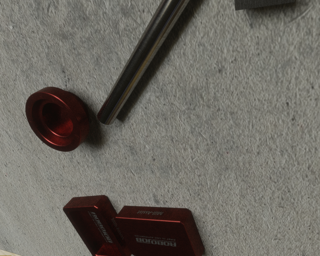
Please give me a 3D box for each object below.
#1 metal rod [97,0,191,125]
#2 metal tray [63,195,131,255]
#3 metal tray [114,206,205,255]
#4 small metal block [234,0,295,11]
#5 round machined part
[{"bbox_3d":[-0.004,-0.105,0.342,0.025,0.025,0.298,39,129,1],"label":"metal rod"},{"bbox_3d":[-0.112,0.187,0.575,0.090,0.030,0.129,-12,113,33],"label":"metal tray"},{"bbox_3d":[-0.002,0.175,0.511,0.130,0.030,0.090,-6,116,30],"label":"metal tray"},{"bbox_3d":[0.092,-0.136,0.274,0.050,0.025,0.050,1,119,27],"label":"small metal block"},{"bbox_3d":[-0.146,-0.016,0.460,0.098,0.042,0.097,13,124,20],"label":"round machined part"}]
